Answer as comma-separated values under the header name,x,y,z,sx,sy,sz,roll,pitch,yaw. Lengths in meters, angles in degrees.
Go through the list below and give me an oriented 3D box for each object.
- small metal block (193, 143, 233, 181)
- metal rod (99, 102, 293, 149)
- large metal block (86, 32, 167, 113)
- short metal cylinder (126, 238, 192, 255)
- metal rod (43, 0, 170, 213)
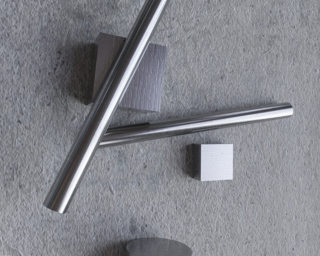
name,x,y,z,sx,sy,sz,roll,pitch,yaw
small metal block,0.075,0.047,0.438,0.050,0.025,0.050,0,90,-21
metal rod,0.058,-0.007,0.431,0.303,0.025,0.025,-9,93,-20
large metal block,-0.042,-0.063,0.381,0.081,0.050,0.080,7,88,-20
short metal cylinder,-0.003,0.173,0.380,0.081,0.080,0.050,5,89,-20
metal rod,-0.046,-0.052,0.339,0.025,0.025,0.299,28,81,-18
